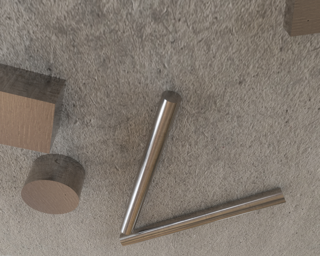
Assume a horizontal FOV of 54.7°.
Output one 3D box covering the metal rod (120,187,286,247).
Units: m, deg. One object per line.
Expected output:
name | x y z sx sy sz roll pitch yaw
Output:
metal rod | 0.065 0.160 0.543 0.300 0.025 0.025 -21 127 16

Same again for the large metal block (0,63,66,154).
large metal block | -0.164 -0.022 0.370 0.081 0.050 0.079 13 129 -11

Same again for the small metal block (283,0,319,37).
small metal block | 0.153 -0.122 0.305 0.050 0.025 0.050 -7 130 5

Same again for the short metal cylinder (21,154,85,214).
short metal cylinder | -0.156 0.084 0.461 0.081 0.050 0.079 0 130 0

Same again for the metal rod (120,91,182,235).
metal rod | -0.023 0.072 0.468 0.025 0.025 0.298 11 129 -9
